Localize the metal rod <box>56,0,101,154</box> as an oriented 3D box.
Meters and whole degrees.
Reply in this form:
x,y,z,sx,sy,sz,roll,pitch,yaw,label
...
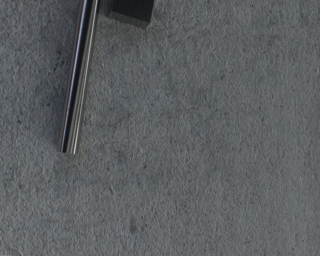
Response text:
x,y,z,sx,sy,sz,roll,pitch,yaw,label
-0.090,-0.119,0.375,0.025,0.025,0.298,9,87,-20,metal rod

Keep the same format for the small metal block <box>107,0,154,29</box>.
x,y,z,sx,sy,sz,roll,pitch,yaw,label
-0.036,-0.162,0.396,0.050,0.025,0.050,11,86,-20,small metal block
